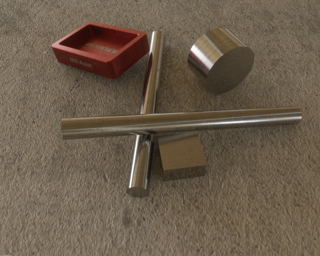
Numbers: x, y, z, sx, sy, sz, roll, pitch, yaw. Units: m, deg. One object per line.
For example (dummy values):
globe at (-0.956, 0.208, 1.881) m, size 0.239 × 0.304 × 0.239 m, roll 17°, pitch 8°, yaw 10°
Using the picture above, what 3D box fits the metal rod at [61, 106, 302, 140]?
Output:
metal rod at (0.037, -0.008, 0.385) m, size 0.302 × 0.025 × 0.025 m, roll -4°, pitch 50°, yaw -13°

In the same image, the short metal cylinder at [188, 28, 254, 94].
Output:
short metal cylinder at (0.088, -0.096, 0.449) m, size 0.081 × 0.080 × 0.050 m, roll -21°, pitch 53°, yaw -17°

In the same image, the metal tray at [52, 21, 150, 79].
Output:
metal tray at (-0.094, -0.127, 0.489) m, size 0.130 × 0.030 × 0.090 m, roll 21°, pitch 52°, yaw 30°

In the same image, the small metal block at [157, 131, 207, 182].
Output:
small metal block at (0.025, 0.034, 0.375) m, size 0.050 × 0.025 × 0.050 m, roll -7°, pitch 50°, yaw -6°

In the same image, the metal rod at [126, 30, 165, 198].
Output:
metal rod at (-0.014, -0.043, 0.439) m, size 0.025 × 0.025 × 0.300 m, roll 3°, pitch 50°, yaw 3°
